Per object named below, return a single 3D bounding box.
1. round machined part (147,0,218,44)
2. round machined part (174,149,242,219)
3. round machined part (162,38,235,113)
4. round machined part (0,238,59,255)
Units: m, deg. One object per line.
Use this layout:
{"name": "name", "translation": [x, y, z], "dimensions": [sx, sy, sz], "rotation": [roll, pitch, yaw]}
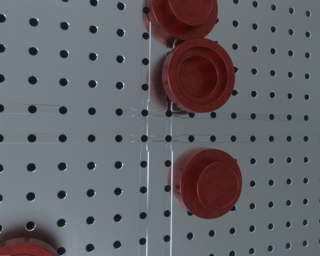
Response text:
{"name": "round machined part", "translation": [0.035, -0.165, 0.416], "dimensions": [0.099, 0.042, 0.097], "rotation": [0, 90, -20]}
{"name": "round machined part", "translation": [0.073, 0.078, 0.430], "dimensions": [0.099, 0.042, 0.097], "rotation": [0, 90, -20]}
{"name": "round machined part", "translation": [0.049, -0.069, 0.421], "dimensions": [0.099, 0.042, 0.097], "rotation": [0, 90, -20]}
{"name": "round machined part", "translation": [-0.158, 0.171, 0.346], "dimensions": [0.099, 0.042, 0.097], "rotation": [0, 90, -20]}
